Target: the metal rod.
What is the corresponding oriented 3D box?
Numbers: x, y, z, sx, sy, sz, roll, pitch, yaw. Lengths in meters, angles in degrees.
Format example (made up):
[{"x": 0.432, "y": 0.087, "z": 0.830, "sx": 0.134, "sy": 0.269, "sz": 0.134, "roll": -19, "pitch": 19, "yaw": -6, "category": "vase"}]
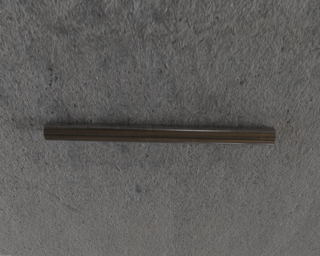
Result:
[{"x": 0.001, "y": 0.008, "z": 0.415, "sx": 0.302, "sy": 0.025, "sz": 0.025, "roll": 1, "pitch": 130, "yaw": -2, "category": "metal rod"}]
